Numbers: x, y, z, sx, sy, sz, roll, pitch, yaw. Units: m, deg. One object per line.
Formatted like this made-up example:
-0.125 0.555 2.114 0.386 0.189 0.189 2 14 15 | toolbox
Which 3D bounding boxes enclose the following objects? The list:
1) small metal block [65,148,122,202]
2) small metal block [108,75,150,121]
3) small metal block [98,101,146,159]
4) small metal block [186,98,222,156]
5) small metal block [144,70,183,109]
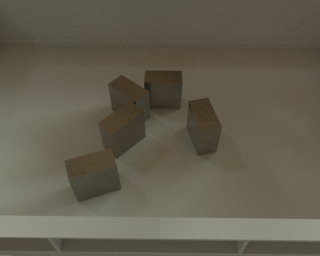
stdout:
-0.073 0.053 0.344 0.050 0.050 0.025 -15 52 -12 | small metal block
-0.041 -0.036 0.419 0.050 0.050 0.025 33 58 25 | small metal block
-0.045 0.003 0.386 0.025 0.050 0.050 37 59 27 | small metal block
0.054 -0.001 0.390 0.025 0.050 0.050 -10 51 -9 | small metal block
0.005 -0.053 0.433 0.050 0.050 0.025 1 50 0 | small metal block
